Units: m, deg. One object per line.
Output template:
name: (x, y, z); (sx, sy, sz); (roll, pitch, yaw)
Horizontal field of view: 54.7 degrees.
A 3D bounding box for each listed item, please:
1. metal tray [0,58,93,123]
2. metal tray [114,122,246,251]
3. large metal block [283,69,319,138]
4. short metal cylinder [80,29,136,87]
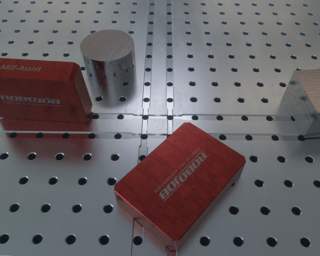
metal tray: (-0.162, -0.047, 0.401); (0.131, 0.090, 0.030); (4, 58, 3)
metal tray: (0.025, 0.059, 0.355); (0.090, 0.030, 0.131); (34, 58, 25)
large metal block: (0.228, -0.035, 0.423); (0.081, 0.050, 0.080); (-4, 50, -3)
short metal cylinder: (-0.079, -0.109, 0.483); (0.081, 0.050, 0.080); (0, 50, 0)
